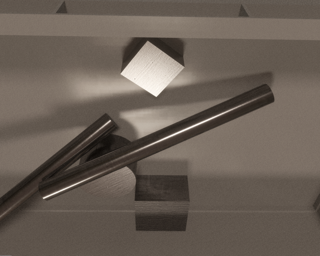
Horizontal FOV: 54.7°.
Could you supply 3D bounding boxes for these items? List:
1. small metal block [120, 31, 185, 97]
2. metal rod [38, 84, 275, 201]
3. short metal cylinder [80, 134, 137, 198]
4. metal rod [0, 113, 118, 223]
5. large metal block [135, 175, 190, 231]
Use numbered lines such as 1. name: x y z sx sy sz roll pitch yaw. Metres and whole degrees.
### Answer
1. small metal block: -0.008 -0.071 0.349 0.050 0.025 0.050 31 123 -24
2. metal rod: -0.005 0.018 0.380 0.301 0.025 0.025 -24 128 1
3. short metal cylinder: -0.073 0.055 0.438 0.081 0.050 0.079 0 130 0
4. metal rod: -0.179 0.085 0.400 0.300 0.025 0.025 -39 124 -1
5. large metal block: 0.002 0.121 0.496 0.081 0.050 0.079 1 130 -1
